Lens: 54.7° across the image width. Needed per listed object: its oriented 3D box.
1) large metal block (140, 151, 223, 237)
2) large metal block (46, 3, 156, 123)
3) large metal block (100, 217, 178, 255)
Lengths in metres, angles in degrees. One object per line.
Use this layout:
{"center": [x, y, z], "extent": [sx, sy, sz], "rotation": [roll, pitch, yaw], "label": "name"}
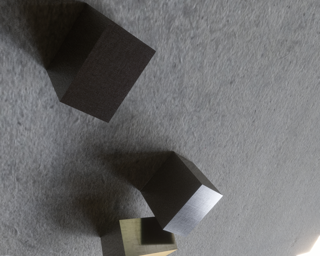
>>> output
{"center": [0.028, 0.094, 0.447], "extent": [0.050, 0.080, 0.080], "rotation": [34, 99, -39], "label": "large metal block"}
{"center": [-0.061, -0.064, 0.299], "extent": [0.050, 0.080, 0.080], "rotation": [27, 104, -38], "label": "large metal block"}
{"center": [-0.034, 0.171, 0.459], "extent": [0.081, 0.050, 0.080], "rotation": [4, 145, -31], "label": "large metal block"}
